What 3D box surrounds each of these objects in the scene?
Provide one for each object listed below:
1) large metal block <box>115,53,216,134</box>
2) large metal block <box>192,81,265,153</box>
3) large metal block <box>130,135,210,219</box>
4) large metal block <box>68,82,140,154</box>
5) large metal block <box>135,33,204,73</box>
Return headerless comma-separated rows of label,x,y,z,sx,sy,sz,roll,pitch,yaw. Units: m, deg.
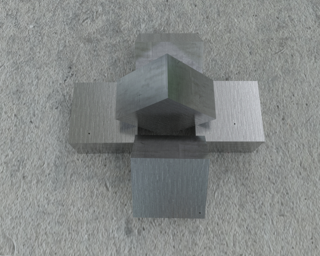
large metal block,0.007,-0.033,0.357,0.080,0.080,0.050,-19,64,40
large metal block,0.082,-0.013,0.399,0.081,0.050,0.080,0,70,-1
large metal block,0.011,0.055,0.354,0.081,0.079,0.050,1,27,1
large metal block,-0.067,-0.012,0.399,0.081,0.050,0.080,0,70,-1
large metal block,0.011,-0.094,0.408,0.081,0.080,0.050,0,114,0
